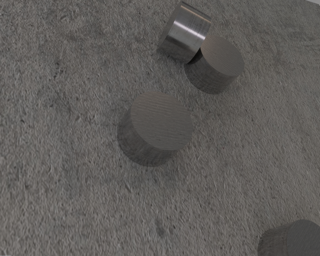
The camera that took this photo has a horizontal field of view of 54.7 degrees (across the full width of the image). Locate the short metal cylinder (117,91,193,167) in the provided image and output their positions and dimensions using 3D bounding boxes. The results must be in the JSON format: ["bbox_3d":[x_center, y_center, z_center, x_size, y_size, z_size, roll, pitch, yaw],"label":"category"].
[{"bbox_3d":[-0.007,0.002,0.383,0.081,0.050,0.080,14,56,-21],"label":"short metal cylinder"}]

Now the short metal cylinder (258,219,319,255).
[{"bbox_3d":[0.170,0.159,0.382,0.081,0.050,0.080,14,56,-21],"label":"short metal cylinder"}]

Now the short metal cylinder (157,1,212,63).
[{"bbox_3d":[0.036,-0.146,0.477,0.050,0.080,0.080,25,53,-13],"label":"short metal cylinder"}]

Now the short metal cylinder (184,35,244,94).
[{"bbox_3d":[0.086,-0.101,0.496,0.081,0.050,0.080,14,56,-21],"label":"short metal cylinder"}]
